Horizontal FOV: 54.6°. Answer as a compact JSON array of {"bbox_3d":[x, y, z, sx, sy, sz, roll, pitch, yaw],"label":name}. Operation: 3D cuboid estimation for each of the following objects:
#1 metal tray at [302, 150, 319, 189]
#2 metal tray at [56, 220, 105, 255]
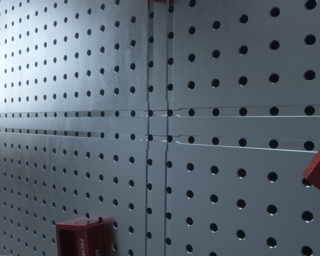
[{"bbox_3d":[0.179,0.055,0.217,0.130,0.091,0.030,40,119,32],"label":"metal tray"},{"bbox_3d":[-0.131,0.222,0.515,0.090,0.030,0.129,-12,82,39],"label":"metal tray"}]
